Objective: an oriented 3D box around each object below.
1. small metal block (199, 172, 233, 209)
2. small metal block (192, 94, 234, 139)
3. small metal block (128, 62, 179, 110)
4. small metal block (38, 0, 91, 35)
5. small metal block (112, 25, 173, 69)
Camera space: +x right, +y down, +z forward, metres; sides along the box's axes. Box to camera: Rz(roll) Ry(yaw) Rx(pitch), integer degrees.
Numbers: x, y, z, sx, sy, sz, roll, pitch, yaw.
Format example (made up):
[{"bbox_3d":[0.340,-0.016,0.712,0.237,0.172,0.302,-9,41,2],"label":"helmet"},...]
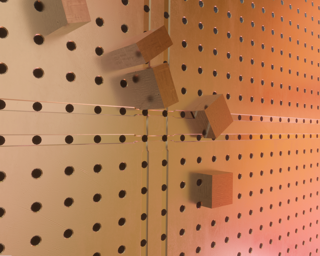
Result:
[{"bbox_3d":[0.089,0.096,0.487,0.050,0.025,0.050,1,89,-40],"label":"small metal block"},{"bbox_3d":[0.083,-0.018,0.481,0.050,0.025,0.050,-40,115,-33],"label":"small metal block"},{"bbox_3d":[-0.009,-0.051,0.387,0.025,0.050,0.050,-28,108,-37],"label":"small metal block"},{"bbox_3d":[-0.099,-0.125,0.311,0.025,0.050,0.050,-22,104,-38],"label":"small metal block"},{"bbox_3d":[-0.021,-0.098,0.377,0.050,0.050,0.025,-43,116,-32],"label":"small metal block"}]
